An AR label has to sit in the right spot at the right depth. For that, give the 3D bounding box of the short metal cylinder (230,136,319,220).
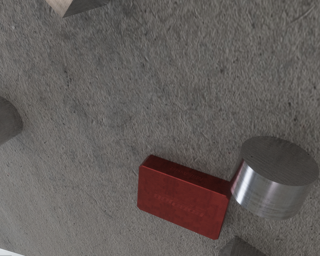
[{"bbox_3d":[0.122,0.052,0.339,0.080,0.080,0.050,20,126,16],"label":"short metal cylinder"}]

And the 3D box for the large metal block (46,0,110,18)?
[{"bbox_3d":[-0.091,-0.168,0.316,0.080,0.080,0.050,47,129,-5],"label":"large metal block"}]

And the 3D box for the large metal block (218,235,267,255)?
[{"bbox_3d":[0.121,0.218,0.442,0.080,0.080,0.050,32,129,7],"label":"large metal block"}]

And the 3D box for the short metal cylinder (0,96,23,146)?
[{"bbox_3d":[-0.289,-0.010,0.537,0.080,0.050,0.079,13,124,21],"label":"short metal cylinder"}]

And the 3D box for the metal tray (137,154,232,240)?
[{"bbox_3d":[0.032,0.100,0.448,0.130,0.030,0.089,18,125,18],"label":"metal tray"}]
